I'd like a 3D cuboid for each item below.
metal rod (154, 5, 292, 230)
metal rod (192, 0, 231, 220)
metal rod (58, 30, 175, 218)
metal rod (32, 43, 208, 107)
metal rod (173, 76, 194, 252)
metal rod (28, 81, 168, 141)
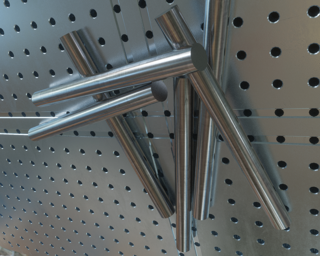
[{"bbox_3d":[0.082,0.006,0.348,0.025,0.025,0.299,-17,117,35],"label":"metal rod"},{"bbox_3d":[0.058,-0.001,0.380,0.025,0.025,0.298,13,124,21],"label":"metal rod"},{"bbox_3d":[-0.054,0.006,0.443,0.025,0.025,0.299,-16,111,34],"label":"metal rod"},{"bbox_3d":[-0.075,-0.053,0.375,0.300,0.025,0.025,-5,117,43],"label":"metal rod"},{"bbox_3d":[0.033,0.066,0.434,0.025,0.025,0.298,11,123,22],"label":"metal rod"},{"bbox_3d":[-0.107,-0.015,0.431,0.299,0.025,0.025,-13,112,43],"label":"metal rod"}]
